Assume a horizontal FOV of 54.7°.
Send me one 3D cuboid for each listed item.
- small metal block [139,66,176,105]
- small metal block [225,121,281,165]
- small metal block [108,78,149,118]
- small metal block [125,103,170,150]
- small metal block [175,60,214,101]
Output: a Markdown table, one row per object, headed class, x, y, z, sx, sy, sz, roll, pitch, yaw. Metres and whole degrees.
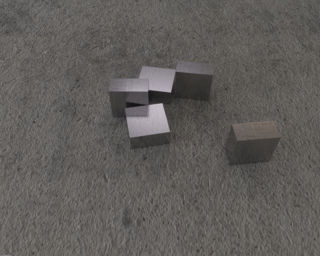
| class | x | y | z | sx | sy | sz | roll | pitch | yaw |
| --- | --- | --- | --- | --- | --- | --- | --- | --- | --- |
| small metal block | -0.005 | -0.063 | 0.456 | 0.050 | 0.025 | 0.050 | 7 | 50 | 6 |
| small metal block | 0.109 | 0.019 | 0.372 | 0.050 | 0.050 | 0.025 | -4 | 50 | -4 |
| small metal block | -0.040 | -0.040 | 0.420 | 0.050 | 0.050 | 0.025 | 0 | 50 | 0 |
| small metal block | -0.017 | -0.003 | 0.405 | 0.050 | 0.025 | 0.050 | -8 | 51 | -7 |
| small metal block | 0.048 | -0.067 | 0.443 | 0.050 | 0.050 | 0.025 | 6 | 51 | 5 |
